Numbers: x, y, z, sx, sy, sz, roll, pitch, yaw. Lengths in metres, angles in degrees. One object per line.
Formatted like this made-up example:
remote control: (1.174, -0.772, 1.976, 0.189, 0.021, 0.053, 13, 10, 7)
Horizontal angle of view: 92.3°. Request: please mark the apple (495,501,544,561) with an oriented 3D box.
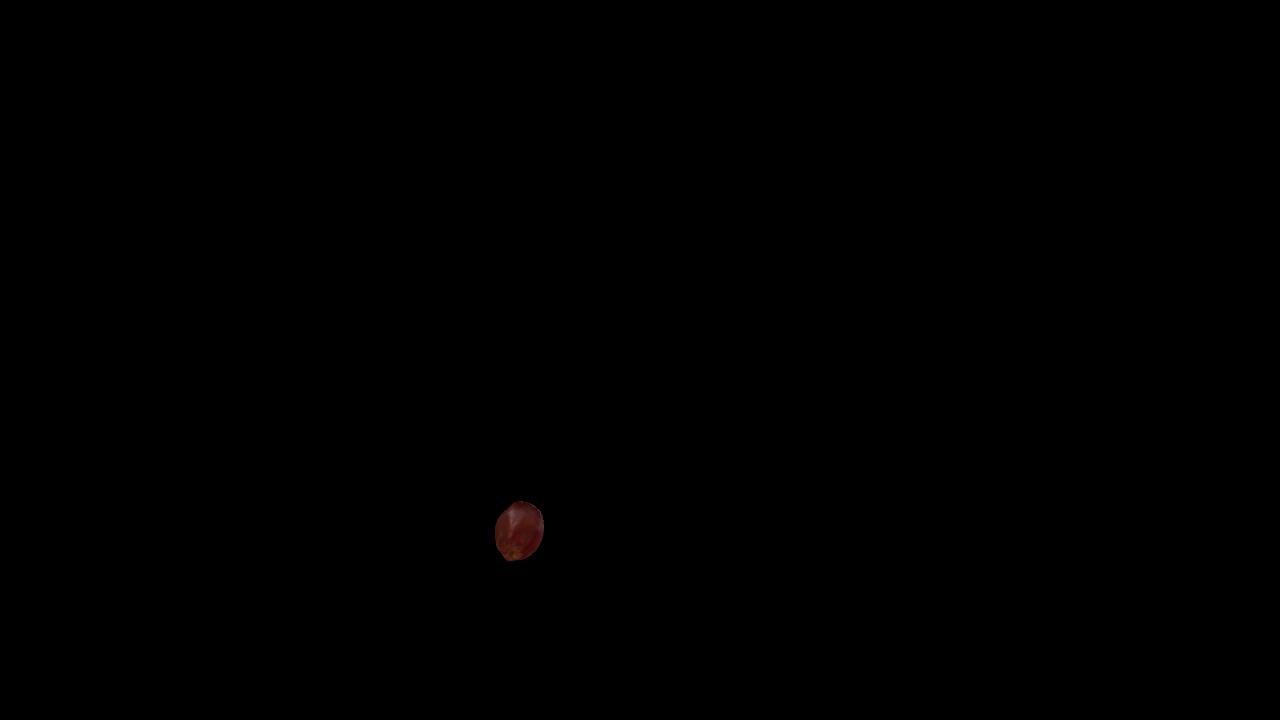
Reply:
apple: (-0.191, 0.272, 0.977, 0.079, 0.079, 0.093, 0, 30, 3)
